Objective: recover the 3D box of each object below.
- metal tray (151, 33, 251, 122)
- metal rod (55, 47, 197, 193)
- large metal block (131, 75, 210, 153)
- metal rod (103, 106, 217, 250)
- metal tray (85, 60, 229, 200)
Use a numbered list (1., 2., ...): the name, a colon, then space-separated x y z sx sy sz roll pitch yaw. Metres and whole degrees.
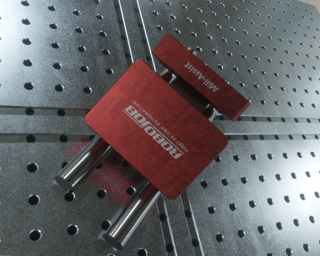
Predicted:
1. metal tray: 0.051 -0.064 0.406 0.130 0.030 0.090 40 7 -2
2. metal rod: -0.025 -0.032 0.416 0.025 0.025 0.301 40 51 -1
3. large metal block: 0.018 -0.021 0.396 0.050 0.080 0.080 41 51 -1
4. metal rod: 0.028 0.027 0.409 0.025 0.025 0.301 41 51 -1
5. metal tray: -0.004 0.002 0.337 0.130 0.030 0.090 43 94 0
